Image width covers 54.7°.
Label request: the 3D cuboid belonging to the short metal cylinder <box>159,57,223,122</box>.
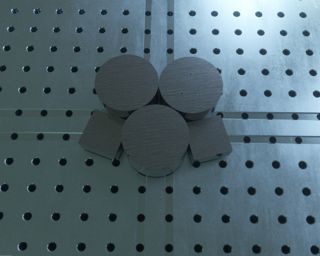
[{"bbox_3d":[0.039,-0.047,0.412,0.081,0.050,0.080,0,70,0],"label":"short metal cylinder"}]

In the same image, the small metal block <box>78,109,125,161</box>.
[{"bbox_3d":[-0.070,0.009,0.404,0.050,0.025,0.050,20,71,7],"label":"small metal block"}]

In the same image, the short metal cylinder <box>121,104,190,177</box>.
[{"bbox_3d":[-0.005,0.017,0.388,0.081,0.050,0.080,0,70,0],"label":"short metal cylinder"}]

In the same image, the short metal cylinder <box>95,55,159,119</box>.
[{"bbox_3d":[-0.042,-0.050,0.412,0.081,0.050,0.080,0,70,0],"label":"short metal cylinder"}]

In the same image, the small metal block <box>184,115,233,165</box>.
[{"bbox_3d":[0.060,0.015,0.403,0.050,0.025,0.050,-13,71,-5],"label":"small metal block"}]
